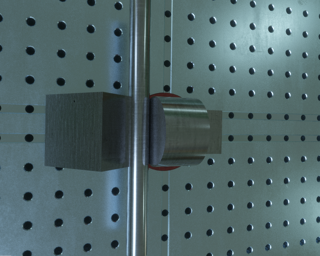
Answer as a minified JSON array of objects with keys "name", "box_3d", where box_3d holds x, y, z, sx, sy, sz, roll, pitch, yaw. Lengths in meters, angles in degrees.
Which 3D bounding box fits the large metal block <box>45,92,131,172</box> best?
[{"name":"large metal block","box_3d":[-0.081,0.003,0.348,0.050,0.080,0.079,1,90,-62]}]

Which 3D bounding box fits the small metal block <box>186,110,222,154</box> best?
[{"name":"small metal block","box_3d":[0.051,0.004,0.374,0.025,0.050,0.050,1,90,-20]}]

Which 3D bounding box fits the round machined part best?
[{"name":"round machined part","box_3d":[0.000,0.004,0.403,0.099,0.042,0.097,0,90,-21]}]

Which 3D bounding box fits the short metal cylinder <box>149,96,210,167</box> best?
[{"name":"short metal cylinder","box_3d":[0.016,0.004,0.358,0.050,0.080,0.079,1,90,-20]}]

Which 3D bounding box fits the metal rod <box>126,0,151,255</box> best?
[{"name":"metal rod","box_3d":[-0.025,-0.003,0.360,0.025,0.025,0.298,1,90,-20]}]
